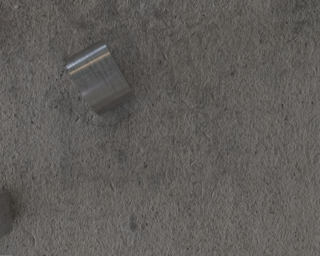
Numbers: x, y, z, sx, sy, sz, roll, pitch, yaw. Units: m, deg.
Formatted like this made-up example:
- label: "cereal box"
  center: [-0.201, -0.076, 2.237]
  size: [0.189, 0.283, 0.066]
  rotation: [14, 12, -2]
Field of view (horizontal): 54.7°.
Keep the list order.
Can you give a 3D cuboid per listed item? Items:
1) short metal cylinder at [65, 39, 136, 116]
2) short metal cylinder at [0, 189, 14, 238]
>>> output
- label: "short metal cylinder"
  center: [-0.072, -0.062, 0.382]
  size: [0.050, 0.080, 0.080]
  rotation: [-29, 90, 0]
- label: "short metal cylinder"
  center: [-0.227, 0.109, 0.381]
  size: [0.080, 0.080, 0.050]
  rotation: [-7, 90, 0]
